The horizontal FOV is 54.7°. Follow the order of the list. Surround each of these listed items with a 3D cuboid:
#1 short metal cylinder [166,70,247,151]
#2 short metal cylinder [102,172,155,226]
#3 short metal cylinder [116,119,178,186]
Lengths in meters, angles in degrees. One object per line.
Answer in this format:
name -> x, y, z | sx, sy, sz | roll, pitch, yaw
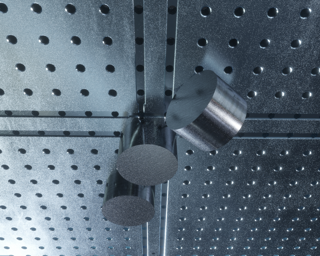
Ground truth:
short metal cylinder -> 0.052, -0.020, 0.359 | 0.050, 0.080, 0.080 | 34, 122, -26
short metal cylinder -> -0.048, 0.111, 0.489 | 0.081, 0.050, 0.079 | -1, 130, 0
short metal cylinder -> -0.017, 0.034, 0.424 | 0.081, 0.050, 0.079 | 0, 130, 0
